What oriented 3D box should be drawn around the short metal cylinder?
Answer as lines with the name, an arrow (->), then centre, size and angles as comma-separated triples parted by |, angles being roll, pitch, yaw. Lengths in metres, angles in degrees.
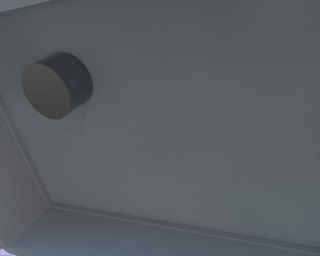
short metal cylinder -> -0.141, -0.059, 0.428 | 0.080, 0.050, 0.079 | 13, 124, 20
